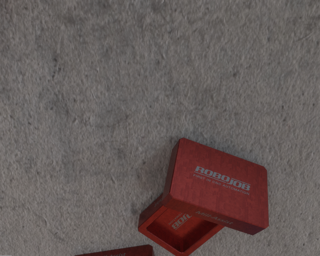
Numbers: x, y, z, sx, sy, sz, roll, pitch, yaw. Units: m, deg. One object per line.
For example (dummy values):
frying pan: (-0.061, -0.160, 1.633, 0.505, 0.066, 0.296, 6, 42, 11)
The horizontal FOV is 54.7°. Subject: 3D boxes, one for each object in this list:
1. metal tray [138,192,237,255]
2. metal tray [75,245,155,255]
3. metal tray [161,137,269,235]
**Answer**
metal tray: (0.042, 0.123, 0.447, 0.090, 0.030, 0.130, 38, 110, -14)
metal tray: (-0.069, 0.241, 0.495, 0.131, 0.030, 0.089, -10, 110, 3)
metal tray: (0.074, 0.074, 0.402, 0.131, 0.090, 0.030, 20, 141, -8)
